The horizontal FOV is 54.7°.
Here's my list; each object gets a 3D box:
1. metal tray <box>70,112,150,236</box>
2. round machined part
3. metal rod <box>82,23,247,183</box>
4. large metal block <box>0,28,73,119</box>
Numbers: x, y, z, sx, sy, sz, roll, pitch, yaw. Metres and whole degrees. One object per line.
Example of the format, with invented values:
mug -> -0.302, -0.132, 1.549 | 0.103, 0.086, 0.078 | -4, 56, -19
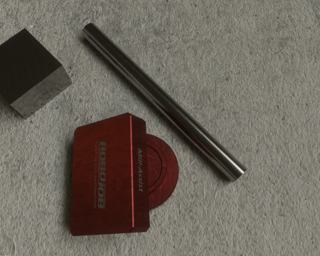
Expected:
metal tray -> -0.059, 0.055, 0.360 | 0.090, 0.030, 0.129 | -14, 68, 29
round machined part -> -0.026, 0.052, 0.380 | 0.099, 0.042, 0.098 | 0, 70, -1
metal rod -> -0.003, -0.043, 0.423 | 0.025, 0.025, 0.300 | -42, 76, -14
large metal block -> -0.182, -0.073, 0.419 | 0.080, 0.050, 0.080 | -43, 76, -14
